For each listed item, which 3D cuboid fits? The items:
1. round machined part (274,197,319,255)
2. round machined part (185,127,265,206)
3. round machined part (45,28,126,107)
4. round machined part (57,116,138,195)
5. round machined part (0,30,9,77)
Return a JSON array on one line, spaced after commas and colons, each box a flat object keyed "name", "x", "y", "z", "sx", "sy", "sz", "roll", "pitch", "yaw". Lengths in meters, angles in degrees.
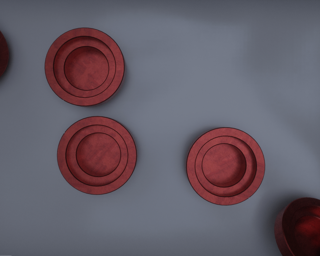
[{"name": "round machined part", "x": 0.190, "y": 0.141, "z": 0.390, "sx": 0.099, "sy": 0.042, "sz": 0.098, "roll": 7, "pitch": 55, "yaw": -9}, {"name": "round machined part", "x": 0.082, "y": 0.048, "z": 0.404, "sx": 0.099, "sy": 0.042, "sz": 0.097, "roll": 0, "pitch": 90, "yaw": -1}, {"name": "round machined part", "x": -0.093, "y": -0.075, "z": 0.402, "sx": 0.099, "sy": 0.042, "sz": 0.097, "roll": 0, "pitch": 90, "yaw": -1}, {"name": "round machined part", "x": -0.078, "y": 0.034, "z": 0.402, "sx": 0.099, "sy": 0.042, "sz": 0.097, "roll": 0, "pitch": 90, "yaw": -1}, {"name": "round machined part", "x": -0.238, "y": -0.095, "z": 0.376, "sx": 0.099, "sy": 0.042, "sz": 0.097, "roll": -4, "pitch": 97, "yaw": -35}]
